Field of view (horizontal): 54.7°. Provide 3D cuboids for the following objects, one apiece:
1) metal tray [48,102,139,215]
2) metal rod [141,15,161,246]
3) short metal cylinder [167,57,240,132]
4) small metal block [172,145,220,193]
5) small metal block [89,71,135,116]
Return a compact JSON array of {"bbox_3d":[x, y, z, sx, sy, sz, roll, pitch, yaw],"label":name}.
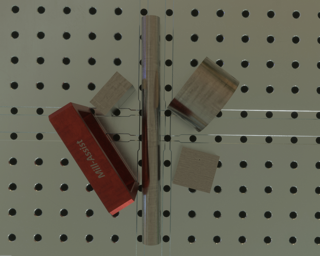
[{"bbox_3d":[-0.075,0.033,0.379,0.030,0.090,0.130,-33,90,0],"label":"metal tray"},{"bbox_3d":[-0.012,0.003,0.413,0.025,0.025,0.298,0,90,-1],"label":"metal rod"},{"bbox_3d":[0.053,-0.041,0.386,0.050,0.080,0.080,38,90,-1],"label":"short metal cylinder"},{"bbox_3d":[0.047,0.054,0.415,0.050,0.025,0.050,15,90,-1],"label":"small metal block"},{"bbox_3d":[-0.059,-0.042,0.399,0.025,0.050,0.050,41,90,-1],"label":"small metal block"}]
